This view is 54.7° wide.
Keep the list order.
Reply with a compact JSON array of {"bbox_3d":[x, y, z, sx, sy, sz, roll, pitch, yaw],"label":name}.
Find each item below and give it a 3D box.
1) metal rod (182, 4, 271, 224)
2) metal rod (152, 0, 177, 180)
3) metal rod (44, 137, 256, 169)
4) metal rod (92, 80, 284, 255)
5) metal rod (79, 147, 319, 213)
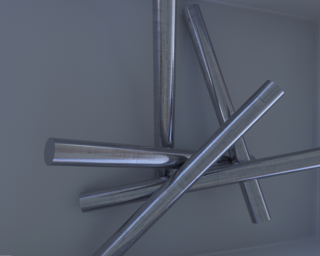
[{"bbox_3d":[0.087,-0.023,0.414,0.025,0.025,0.299,-16,84,-20],"label":"metal rod"},{"bbox_3d":[0.005,-0.049,0.351,0.025,0.025,0.298,-10,118,-20],"label":"metal rod"},{"bbox_3d":[0.019,0.037,0.367,0.302,0.025,0.025,8,87,-39],"label":"metal rod"},{"bbox_3d":[0.024,0.062,0.353,0.300,0.025,0.025,-45,105,3],"label":"metal rod"},{"bbox_3d":[0.054,0.063,0.380,0.302,0.025,0.025,-11,94,-1],"label":"metal rod"}]
